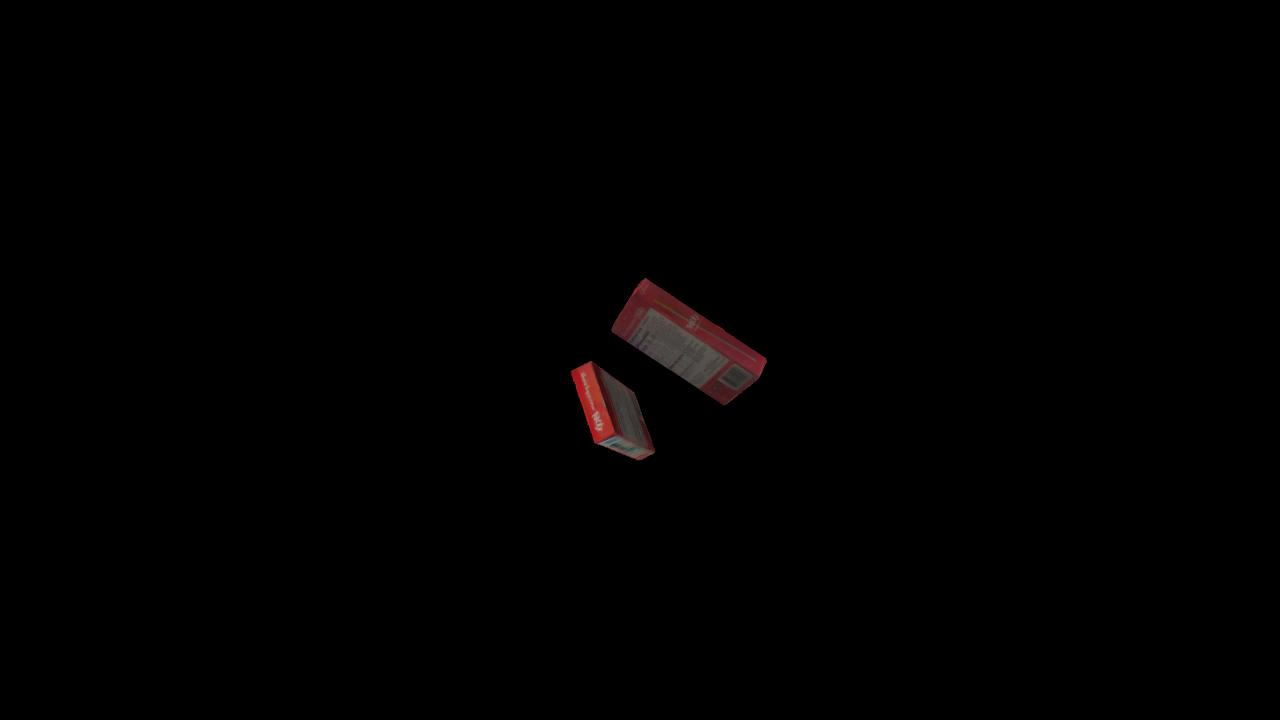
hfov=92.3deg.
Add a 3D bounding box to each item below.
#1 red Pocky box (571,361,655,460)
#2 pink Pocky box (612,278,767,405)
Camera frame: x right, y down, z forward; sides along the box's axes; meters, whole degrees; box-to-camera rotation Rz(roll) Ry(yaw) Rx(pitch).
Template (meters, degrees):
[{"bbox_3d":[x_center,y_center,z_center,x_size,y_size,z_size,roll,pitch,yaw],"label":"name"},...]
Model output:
[{"bbox_3d":[-0.026,0.060,0.673,0.028,0.083,0.155,-23,-20,9],"label":"red Pocky box"},{"bbox_3d":[0.049,-0.017,0.655,0.155,0.029,0.084,33,-32,-3],"label":"pink Pocky box"}]
